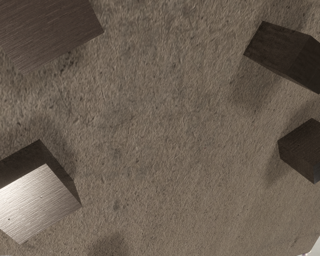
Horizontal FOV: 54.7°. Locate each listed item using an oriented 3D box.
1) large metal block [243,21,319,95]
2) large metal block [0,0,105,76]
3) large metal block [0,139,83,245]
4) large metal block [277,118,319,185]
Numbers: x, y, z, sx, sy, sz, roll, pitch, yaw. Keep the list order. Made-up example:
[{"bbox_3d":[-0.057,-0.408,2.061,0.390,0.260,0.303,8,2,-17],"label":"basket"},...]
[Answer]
[{"bbox_3d":[0.174,-0.094,0.411,0.081,0.080,0.050,17,110,-35],"label":"large metal block"},{"bbox_3d":[-0.108,-0.105,0.267,0.080,0.050,0.080,-32,129,-8],"label":"large metal block"},{"bbox_3d":[-0.149,0.073,0.355,0.080,0.050,0.080,-31,129,-9],"label":"large metal block"},{"bbox_3d":[0.270,0.039,0.546,0.080,0.080,0.050,-32,129,-8],"label":"large metal block"}]
